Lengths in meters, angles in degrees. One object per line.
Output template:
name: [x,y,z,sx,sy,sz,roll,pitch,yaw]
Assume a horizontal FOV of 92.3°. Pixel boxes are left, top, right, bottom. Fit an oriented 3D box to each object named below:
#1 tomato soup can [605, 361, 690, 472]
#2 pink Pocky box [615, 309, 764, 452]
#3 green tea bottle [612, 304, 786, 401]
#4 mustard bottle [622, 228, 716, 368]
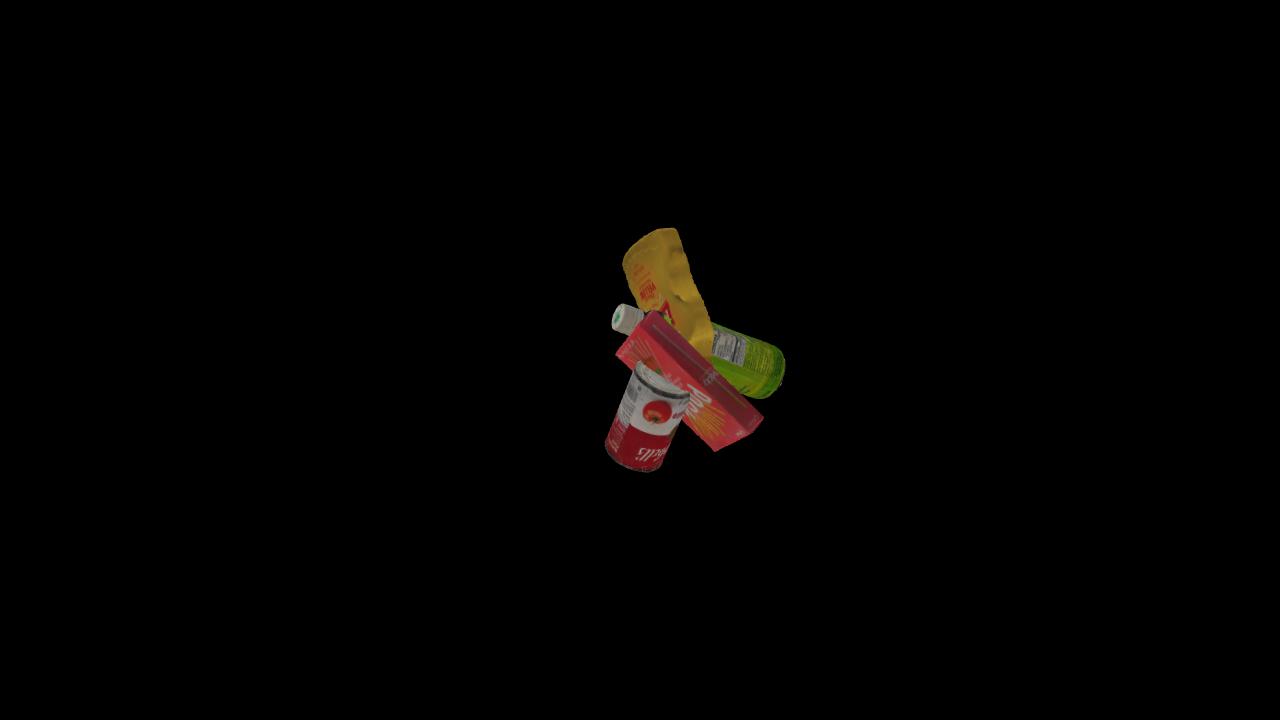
tomato soup can: [0.010,0.057,0.645,0.068,0.101,0.068,17,26,-9]
pink Pocky box: [0.047,0.025,0.632,0.029,0.155,0.084,-45,-1,-28]
green tea bottle: [0.066,-0.016,0.702,0.212,0.073,0.073,22,-9,-25]
mustard bottle: [0.040,-0.047,0.684,0.054,0.184,0.092,-12,-14,-38]
